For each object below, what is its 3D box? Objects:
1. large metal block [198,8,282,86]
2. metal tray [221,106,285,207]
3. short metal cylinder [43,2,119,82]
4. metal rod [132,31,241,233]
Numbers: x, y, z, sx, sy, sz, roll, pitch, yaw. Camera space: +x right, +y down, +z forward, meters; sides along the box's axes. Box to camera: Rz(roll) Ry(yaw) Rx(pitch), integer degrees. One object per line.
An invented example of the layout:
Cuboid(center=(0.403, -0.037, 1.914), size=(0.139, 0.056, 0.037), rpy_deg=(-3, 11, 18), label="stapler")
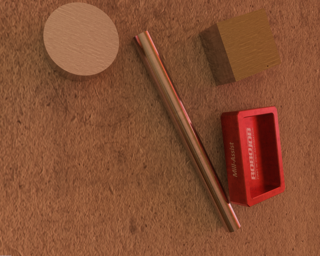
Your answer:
Cuboid(center=(0.113, -0.113, 0.439), size=(0.081, 0.050, 0.080), rpy_deg=(-23, 98, -19), label="large metal block")
Cuboid(center=(0.135, 0.037, 0.445), size=(0.091, 0.030, 0.129), rpy_deg=(-9, 93, -36), label="metal tray")
Cuboid(center=(-0.093, -0.097, 0.362), size=(0.081, 0.050, 0.079), rpy_deg=(0, 90, -21), label="short metal cylinder")
Cuboid(center=(0.040, 0.012, 0.425), size=(0.025, 0.025, 0.299), rpy_deg=(-30, 100, -18), label="metal rod")
